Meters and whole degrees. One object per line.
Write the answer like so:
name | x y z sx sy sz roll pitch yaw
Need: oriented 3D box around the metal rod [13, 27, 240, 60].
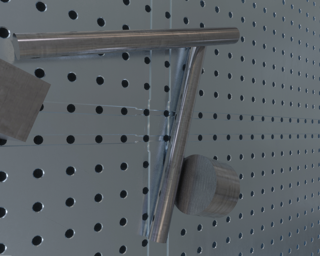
metal rod | -0.014 -0.108 0.377 0.303 0.025 0.025 -14 99 -33

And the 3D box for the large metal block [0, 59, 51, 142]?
large metal block | -0.149 -0.028 0.249 0.080 0.080 0.050 29 72 -37

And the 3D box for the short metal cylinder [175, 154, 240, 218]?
short metal cylinder | 0.061 0.081 0.426 0.050 0.080 0.080 20 77 -38

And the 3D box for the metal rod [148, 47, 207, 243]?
metal rod | 0.029 0.004 0.433 0.025 0.025 0.299 21 77 -38
